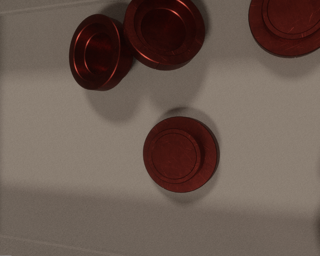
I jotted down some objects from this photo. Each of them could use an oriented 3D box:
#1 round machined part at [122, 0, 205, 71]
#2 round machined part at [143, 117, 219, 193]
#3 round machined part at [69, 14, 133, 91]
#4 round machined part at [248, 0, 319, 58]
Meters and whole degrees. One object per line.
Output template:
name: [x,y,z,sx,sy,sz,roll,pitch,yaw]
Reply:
round machined part: [0.002,-0.117,0.384,0.099,0.042,0.097,3,79,-14]
round machined part: [0.023,0.034,0.393,0.098,0.042,0.097,0,90,19]
round machined part: [-0.075,-0.098,0.417,0.098,0.042,0.097,1,91,37]
round machined part: [0.149,-0.129,0.344,0.098,0.042,0.097,2,97,19]
